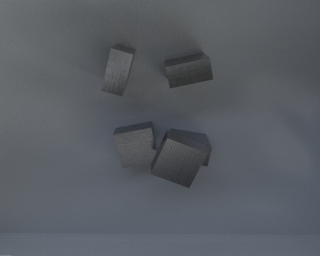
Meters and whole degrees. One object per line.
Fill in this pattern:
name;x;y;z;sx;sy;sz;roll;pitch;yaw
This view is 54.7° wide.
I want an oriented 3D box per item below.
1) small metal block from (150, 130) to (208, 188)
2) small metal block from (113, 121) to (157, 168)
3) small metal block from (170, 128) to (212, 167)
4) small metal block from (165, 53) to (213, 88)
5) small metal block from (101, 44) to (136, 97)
small metal block;0.022;0.037;0.372;0.050;0.025;0.050;22;109;-8
small metal block;-0.031;0.023;0.419;0.050;0.025;0.050;-11;110;3
small metal block;0.037;0.024;0.408;0.050;0.050;0.025;9;110;-4
small metal block;0.033;-0.070;0.373;0.050;0.050;0.025;-11;110;4
small metal block;-0.049;-0.071;0.371;0.025;0.050;0.050;15;109;-6
